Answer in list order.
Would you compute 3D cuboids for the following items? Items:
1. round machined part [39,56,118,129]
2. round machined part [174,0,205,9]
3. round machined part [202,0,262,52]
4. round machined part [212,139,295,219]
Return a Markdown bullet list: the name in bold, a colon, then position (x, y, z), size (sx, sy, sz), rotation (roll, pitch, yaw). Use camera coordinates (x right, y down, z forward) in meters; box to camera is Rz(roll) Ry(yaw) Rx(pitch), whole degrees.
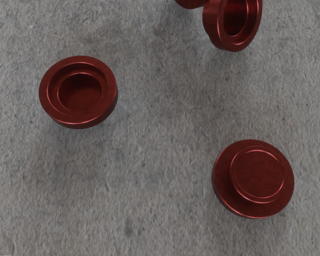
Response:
- **round machined part**: position (-0.105, -0.044, 0.414), size (0.099, 0.042, 0.098), rotation (0, 70, -1)
- **round machined part**: position (0.038, -0.223, 0.447), size (0.042, 0.097, 0.098), rotation (-26, 71, -30)
- **round machined part**: position (0.098, -0.160, 0.438), size (0.042, 0.098, 0.098), rotation (26, 68, 44)
- **round machined part**: position (0.116, 0.060, 0.379), size (0.099, 0.042, 0.098), rotation (0, 70, -1)
